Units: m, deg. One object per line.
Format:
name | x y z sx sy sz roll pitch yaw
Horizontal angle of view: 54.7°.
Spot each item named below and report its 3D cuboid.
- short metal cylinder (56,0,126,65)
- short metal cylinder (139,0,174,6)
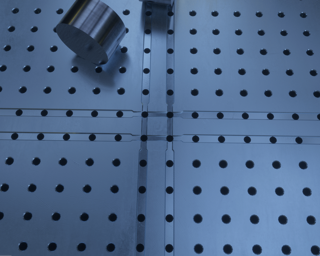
short metal cylinder | -0.095 -0.134 0.431 0.080 0.080 0.050 26 72 9
short metal cylinder | -0.001 -0.229 0.466 0.050 0.080 0.080 10 70 4
